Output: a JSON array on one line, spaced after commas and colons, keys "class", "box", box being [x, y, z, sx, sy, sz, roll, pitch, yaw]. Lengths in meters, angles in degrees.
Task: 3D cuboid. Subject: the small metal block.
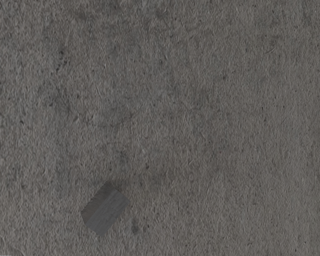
[{"class": "small metal block", "box": [-0.066, 0.095, 0.371, 0.025, 0.050, 0.050, 43, 77, -15]}]
